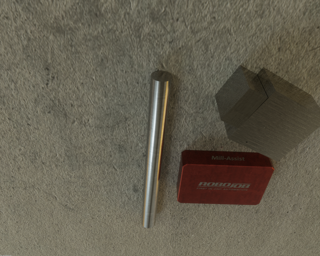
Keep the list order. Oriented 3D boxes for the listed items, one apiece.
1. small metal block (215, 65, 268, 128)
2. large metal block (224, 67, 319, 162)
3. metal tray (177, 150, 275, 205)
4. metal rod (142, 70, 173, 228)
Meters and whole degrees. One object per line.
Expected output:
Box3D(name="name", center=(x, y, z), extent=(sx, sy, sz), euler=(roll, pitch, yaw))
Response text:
Box3D(name="small metal block", center=(0.093, -0.037, 0.361), extent=(0.025, 0.050, 0.050), euler=(23, 126, -19))
Box3D(name="large metal block", center=(0.137, -0.014, 0.381), extent=(0.080, 0.050, 0.080), euler=(24, 126, -20))
Box3D(name="metal tray", center=(0.095, 0.077, 0.471), extent=(0.131, 0.030, 0.089), euler=(2, 130, -3))
Box3D(name="metal rod", center=(-0.009, 0.053, 0.452), extent=(0.025, 0.025, 0.298), euler=(3, 130, -3))
